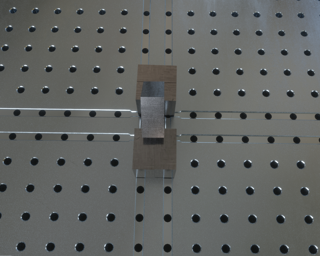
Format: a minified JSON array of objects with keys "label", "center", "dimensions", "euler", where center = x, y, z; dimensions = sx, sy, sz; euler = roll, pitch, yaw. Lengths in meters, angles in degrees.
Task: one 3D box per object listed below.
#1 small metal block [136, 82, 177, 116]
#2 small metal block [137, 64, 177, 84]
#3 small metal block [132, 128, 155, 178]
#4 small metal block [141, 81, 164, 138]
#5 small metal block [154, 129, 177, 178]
[{"label":"small metal block","center":[-0.005,-0.038,0.412],"dimensions":[0.050,0.050,0.025],"euler":[2,70,0]},{"label":"small metal block","center":[-0.004,-0.062,0.420],"dimensions":[0.050,0.050,0.025],"euler":[2,70,0]},{"label":"small metal block","center":[-0.019,0.032,0.386],"dimensions":[0.025,0.050,0.050],"euler":[1,70,0]},{"label":"small metal block","center":[-0.008,-0.023,0.363],"dimensions":[0.025,0.050,0.050],"euler":[0,28,1]},{"label":"small metal block","center":[0.007,0.032,0.385],"dimensions":[0.025,0.050,0.050],"euler":[1,70,0]}]
